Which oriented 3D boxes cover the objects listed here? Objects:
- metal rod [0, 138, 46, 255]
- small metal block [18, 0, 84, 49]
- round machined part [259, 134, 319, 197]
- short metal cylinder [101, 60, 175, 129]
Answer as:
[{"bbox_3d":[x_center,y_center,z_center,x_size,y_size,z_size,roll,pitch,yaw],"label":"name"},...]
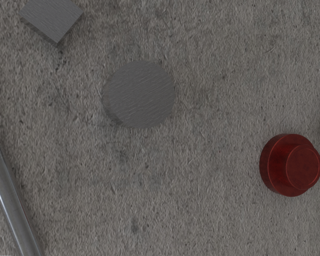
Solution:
[{"bbox_3d":[-0.190,0.011,0.338,0.025,0.025,0.298,-20,97,-19],"label":"metal rod"},{"bbox_3d":[-0.126,-0.131,0.362,0.050,0.025,0.050,38,78,-16],"label":"small metal block"},{"bbox_3d":[0.207,0.058,0.476,0.099,0.042,0.097,0,90,-20],"label":"round machined part"},{"bbox_3d":[-0.028,-0.039,0.385,0.081,0.050,0.079,0,90,-20],"label":"short metal cylinder"}]
